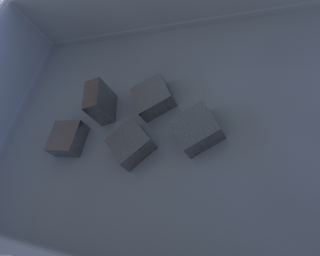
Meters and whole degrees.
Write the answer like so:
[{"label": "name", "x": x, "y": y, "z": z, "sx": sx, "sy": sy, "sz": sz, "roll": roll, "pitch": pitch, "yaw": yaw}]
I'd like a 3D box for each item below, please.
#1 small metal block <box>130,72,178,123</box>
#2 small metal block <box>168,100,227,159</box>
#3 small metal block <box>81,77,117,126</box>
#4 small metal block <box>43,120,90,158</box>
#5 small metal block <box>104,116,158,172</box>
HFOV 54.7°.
[{"label": "small metal block", "x": -0.009, "y": -0.043, "z": 0.436, "sx": 0.050, "sy": 0.025, "sz": 0.050, "roll": -29, "pitch": 52, "yaw": 9}, {"label": "small metal block", "x": 0.045, "y": 0.002, "z": 0.380, "sx": 0.050, "sy": 0.025, "sz": 0.050, "roll": -31, "pitch": 52, "yaw": 7}, {"label": "small metal block", "x": -0.088, "y": -0.038, "z": 0.458, "sx": 0.025, "sy": 0.050, "sz": 0.050, "roll": -15, "pitch": 56, "yaw": 20}, {"label": "small metal block", "x": -0.140, "y": 0.016, "z": 0.467, "sx": 0.050, "sy": 0.025, "sz": 0.050, "roll": -1, "pitch": 61, "yaw": 27}, {"label": "small metal block", "x": -0.039, "y": 0.021, "z": 0.412, "sx": 0.050, "sy": 0.025, "sz": 0.050, "roll": -40, "pitch": 51, "yaw": 0}]
